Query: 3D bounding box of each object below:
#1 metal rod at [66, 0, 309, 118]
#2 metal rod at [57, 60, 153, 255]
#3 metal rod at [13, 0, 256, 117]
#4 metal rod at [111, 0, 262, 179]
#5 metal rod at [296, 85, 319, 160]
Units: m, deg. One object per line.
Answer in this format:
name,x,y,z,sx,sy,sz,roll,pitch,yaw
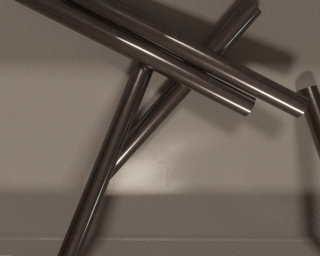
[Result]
metal rod,0.030,-0.090,0.355,0.301,0.025,0.025,27,108,-1
metal rod,-0.073,0.058,0.380,0.025,0.025,0.299,22,89,-8
metal rod,-0.029,-0.091,0.358,0.301,0.025,0.025,26,108,-3
metal rod,0.011,-0.035,0.398,0.025,0.025,0.299,39,105,-13
metal rod,0.230,0.092,0.381,0.025,0.025,0.299,-17,84,6
